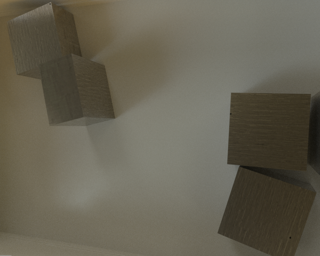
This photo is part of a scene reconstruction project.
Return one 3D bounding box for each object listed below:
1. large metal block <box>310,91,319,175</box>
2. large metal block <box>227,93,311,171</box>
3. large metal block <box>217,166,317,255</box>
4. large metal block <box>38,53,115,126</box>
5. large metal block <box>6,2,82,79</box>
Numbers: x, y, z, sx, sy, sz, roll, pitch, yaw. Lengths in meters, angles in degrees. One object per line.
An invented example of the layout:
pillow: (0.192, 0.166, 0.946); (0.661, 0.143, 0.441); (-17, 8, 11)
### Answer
large metal block: (0.186, 0.005, 0.316); (0.050, 0.080, 0.079); (1, 91, 20)
large metal block: (0.123, 0.003, 0.354); (0.080, 0.050, 0.079); (3, 91, 19)
large metal block: (0.120, 0.092, 0.355); (0.080, 0.050, 0.080); (18, 96, 18)
large metal block: (-0.109, -0.047, 0.418); (0.050, 0.080, 0.080); (-13, 86, 19)
large metal block: (-0.168, -0.124, 0.455); (0.080, 0.050, 0.080); (-14, 85, 19)
